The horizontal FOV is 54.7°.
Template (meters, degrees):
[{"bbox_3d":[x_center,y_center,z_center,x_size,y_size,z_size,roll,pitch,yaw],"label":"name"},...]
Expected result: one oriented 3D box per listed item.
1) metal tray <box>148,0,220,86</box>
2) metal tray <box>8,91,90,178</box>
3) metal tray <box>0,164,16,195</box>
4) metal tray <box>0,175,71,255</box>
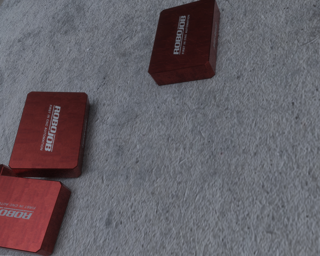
[{"bbox_3d":[0.038,-0.129,0.460,0.090,0.030,0.130,-5,59,25],"label":"metal tray"},{"bbox_3d":[-0.156,0.007,0.454,0.091,0.030,0.130,1,58,-3],"label":"metal tray"},{"bbox_3d":[-0.276,0.124,0.468,0.090,0.030,0.130,-11,57,22],"label":"metal tray"},{"bbox_3d":[-0.195,0.113,0.412,0.131,0.030,0.090,3,60,13],"label":"metal tray"}]
